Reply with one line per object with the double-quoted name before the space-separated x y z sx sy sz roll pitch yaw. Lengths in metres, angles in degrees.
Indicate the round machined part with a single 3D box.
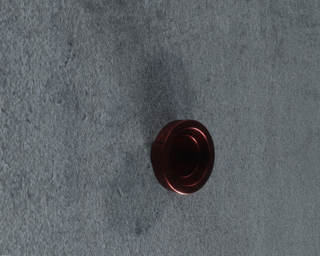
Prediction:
"round machined part" 0.026 0.037 0.419 0.099 0.042 0.097 0 90 -40
